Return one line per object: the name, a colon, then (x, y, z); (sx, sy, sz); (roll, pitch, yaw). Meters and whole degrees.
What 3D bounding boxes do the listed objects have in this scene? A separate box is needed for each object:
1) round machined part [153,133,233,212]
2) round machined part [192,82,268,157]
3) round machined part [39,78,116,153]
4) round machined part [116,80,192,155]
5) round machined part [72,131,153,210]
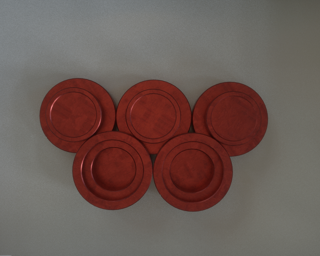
round machined part: (0.040, 0.054, 0.401); (0.099, 0.042, 0.097); (0, 90, 0)
round machined part: (0.091, -0.011, 0.401); (0.099, 0.042, 0.097); (0, 89, 0)
round machined part: (-0.106, -0.016, 0.399); (0.099, 0.042, 0.097); (0, 89, -1)
round machined part: (-0.008, -0.014, 0.400); (0.099, 0.042, 0.097); (0, 89, 0)
round machined part: (-0.058, 0.052, 0.401); (0.099, 0.042, 0.097); (0, 90, 0)
